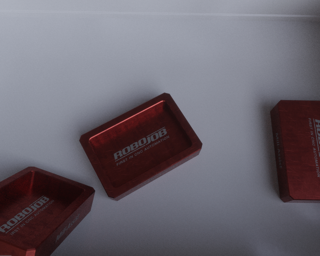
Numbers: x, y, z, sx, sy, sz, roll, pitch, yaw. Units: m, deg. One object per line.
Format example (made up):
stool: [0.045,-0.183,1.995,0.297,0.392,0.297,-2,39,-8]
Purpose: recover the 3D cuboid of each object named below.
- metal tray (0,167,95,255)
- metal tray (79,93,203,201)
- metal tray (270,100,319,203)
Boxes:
metal tray: [-0.136,0.087,0.322,0.090,0.130,0.030,18,105,8]
metal tray: [-0.024,0.022,0.398,0.131,0.030,0.090,-28,73,-10]
metal tray: [0.198,0.029,0.399,0.091,0.030,0.130,1,70,0]
